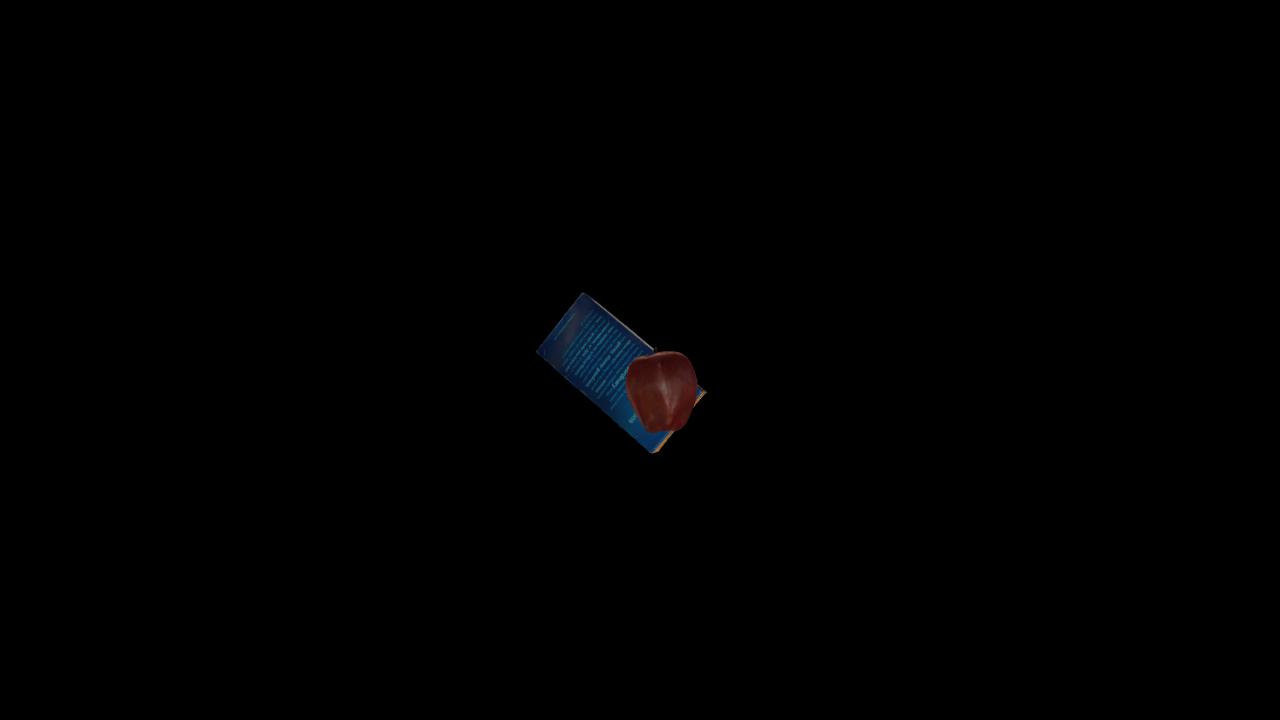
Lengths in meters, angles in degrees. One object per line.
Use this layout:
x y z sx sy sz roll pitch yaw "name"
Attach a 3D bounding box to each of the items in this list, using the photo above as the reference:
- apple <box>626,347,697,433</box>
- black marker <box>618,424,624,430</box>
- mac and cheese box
0.024 0.032 0.671 0.079 0.093 0.079 -6 -5 -1 "apple"
0.008 0.066 0.720 0.020 0.020 0.121 0 -12 -32 "black marker"
-0.023 0.013 0.712 0.184 0.093 0.041 40 5 14 "mac and cheese box"
